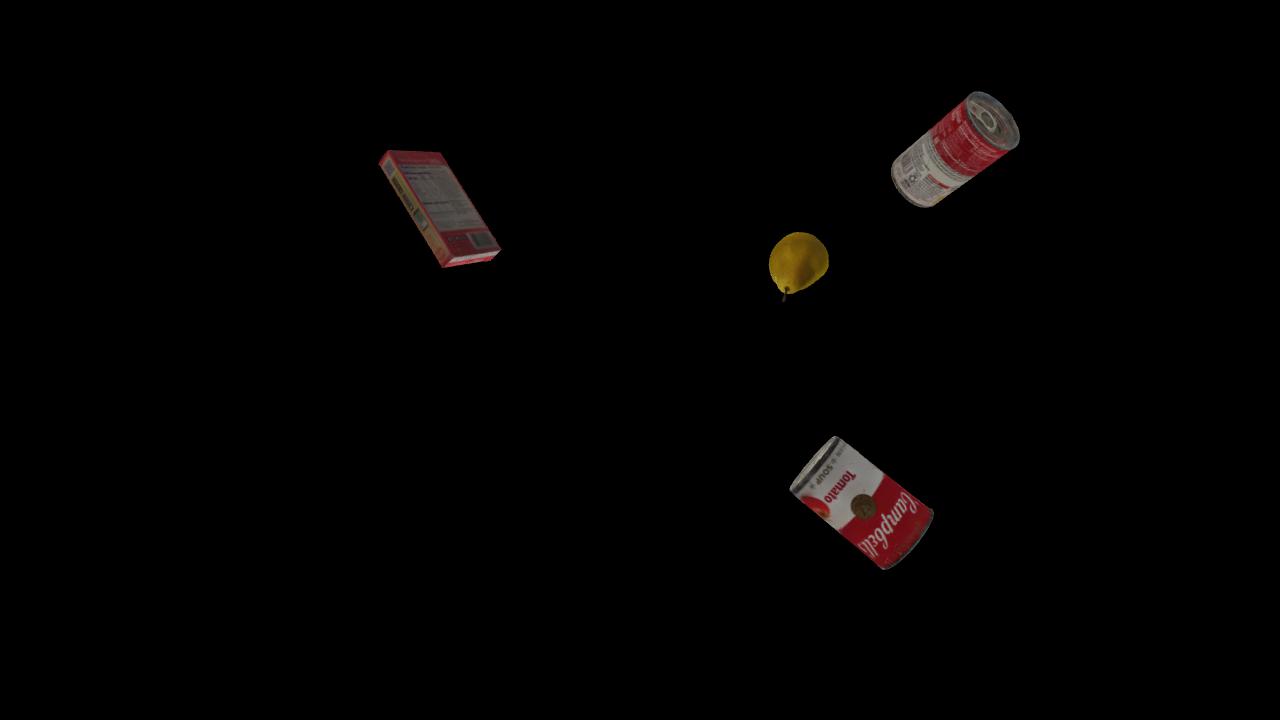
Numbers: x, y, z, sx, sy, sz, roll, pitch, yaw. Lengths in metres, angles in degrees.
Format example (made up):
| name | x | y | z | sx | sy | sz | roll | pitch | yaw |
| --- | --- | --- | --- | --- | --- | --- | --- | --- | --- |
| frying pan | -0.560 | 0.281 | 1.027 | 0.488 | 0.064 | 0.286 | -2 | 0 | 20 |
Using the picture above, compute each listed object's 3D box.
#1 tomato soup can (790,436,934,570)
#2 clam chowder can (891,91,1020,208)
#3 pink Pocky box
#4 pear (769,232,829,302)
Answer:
| name | x | y | z | sx | sy | sz | roll | pitch | yaw |
| --- | --- | --- | --- | --- | --- | --- | --- | --- | --- |
| tomato soup can | 0.191 | 0.122 | 0.539 | 0.101 | 0.068 | 0.068 | 40 | 12 | 14 |
| clam chowder can | 0.319 | -0.211 | 0.630 | 0.068 | 0.068 | 0.102 | 0 | -21 | -25 |
| pink Pocky box | -0.245 | -0.188 | 0.758 | 0.029 | 0.155 | 0.084 | -35 | -5 | 33 |
| pear | 0.200 | -0.117 | 0.794 | 0.080 | 0.080 | 0.111 | 0 | 32 | 23 |
